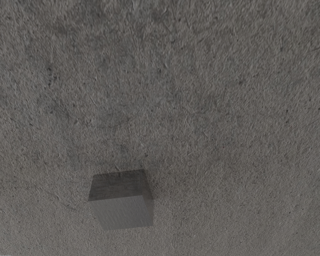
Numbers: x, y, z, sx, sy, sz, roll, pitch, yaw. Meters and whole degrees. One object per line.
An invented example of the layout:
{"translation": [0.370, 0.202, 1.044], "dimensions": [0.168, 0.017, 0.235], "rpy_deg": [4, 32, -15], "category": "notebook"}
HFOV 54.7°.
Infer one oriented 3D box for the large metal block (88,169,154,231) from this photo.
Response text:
{"translation": [-0.058, 0.114, 0.487], "dimensions": [0.080, 0.050, 0.080], "rpy_deg": [-8, 130, 6], "category": "large metal block"}
